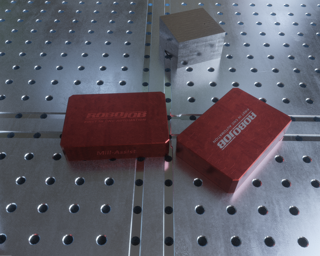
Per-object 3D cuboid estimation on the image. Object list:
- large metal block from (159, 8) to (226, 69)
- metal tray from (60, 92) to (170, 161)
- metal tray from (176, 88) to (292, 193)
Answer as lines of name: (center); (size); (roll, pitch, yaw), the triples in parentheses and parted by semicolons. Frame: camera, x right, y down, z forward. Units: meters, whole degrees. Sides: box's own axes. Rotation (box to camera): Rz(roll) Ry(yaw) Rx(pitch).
large metal block: (0.051, -0.153, 0.521); (0.081, 0.050, 0.080); (-17, 52, -14)
metal tray: (-0.056, -0.005, 0.408); (0.131, 0.030, 0.090); (-2, 50, -3)
metal tray: (0.095, 0.009, 0.398); (0.090, 0.030, 0.131); (36, 58, 26)
